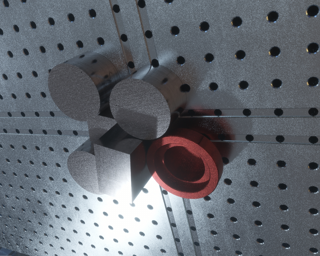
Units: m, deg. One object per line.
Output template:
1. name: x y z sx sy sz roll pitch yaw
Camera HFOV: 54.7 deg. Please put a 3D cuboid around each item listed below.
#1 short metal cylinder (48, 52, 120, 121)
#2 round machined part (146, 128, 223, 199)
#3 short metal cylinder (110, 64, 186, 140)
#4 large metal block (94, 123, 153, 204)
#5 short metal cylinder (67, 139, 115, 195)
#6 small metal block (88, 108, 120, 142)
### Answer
1. short metal cylinder: -0.100 -0.055 0.413 0.080 0.050 0.079 13 124 21
2. round machined part: 0.035 0.042 0.407 0.098 0.042 0.097 13 124 21
3. short metal cylinder: -0.014 -0.032 0.382 0.080 0.050 0.079 13 124 21
4. large metal block: -0.042 0.039 0.418 0.050 0.080 0.079 15 125 20
5. short metal cylinder: -0.094 0.056 0.479 0.080 0.050 0.079 13 124 21
6. small metal block: -0.076 -0.002 0.450 0.050 0.025 0.050 14 124 20
